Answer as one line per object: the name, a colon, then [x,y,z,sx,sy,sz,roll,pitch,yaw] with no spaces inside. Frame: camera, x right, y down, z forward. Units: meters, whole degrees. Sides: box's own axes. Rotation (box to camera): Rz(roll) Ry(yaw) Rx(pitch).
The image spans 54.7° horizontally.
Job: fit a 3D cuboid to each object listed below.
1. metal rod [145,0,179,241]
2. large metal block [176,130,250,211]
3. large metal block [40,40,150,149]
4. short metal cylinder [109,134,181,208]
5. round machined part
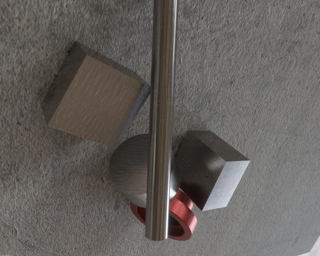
metal rod: [0.002,-0.030,0.322,0.025,0.025,0.298,-1,98,-28]
large metal block: [0.067,0.058,0.442,0.050,0.080,0.079,3,117,-39]
large metal block: [-0.069,-0.034,0.333,0.080,0.050,0.080,23,106,-37]
short metal cylinder: [-0.017,0.054,0.390,0.080,0.080,0.050,-33,146,-7]
round machined part: [0.009,0.118,0.452,0.042,0.098,0.098,-56,139,-36]
